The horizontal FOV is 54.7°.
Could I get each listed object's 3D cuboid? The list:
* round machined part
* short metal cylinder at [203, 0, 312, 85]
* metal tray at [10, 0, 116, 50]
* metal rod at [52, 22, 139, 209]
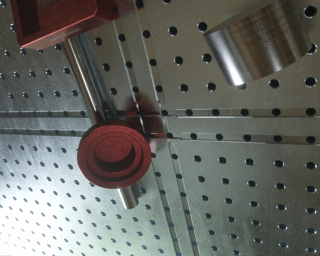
[{"bbox_3d":[-0.064,0.033,0.433,0.099,0.042,0.097,-4,113,-9],"label":"round machined part"},{"bbox_3d":[0.087,-0.080,0.280,0.080,0.080,0.050,-18,109,35],"label":"short metal cylinder"},{"bbox_3d":[-0.116,-0.150,0.353,0.130,0.030,0.089,-9,91,31],"label":"metal tray"},{"bbox_3d":[-0.085,-0.005,0.451,0.025,0.025,0.298,-2,118,29],"label":"metal rod"}]
